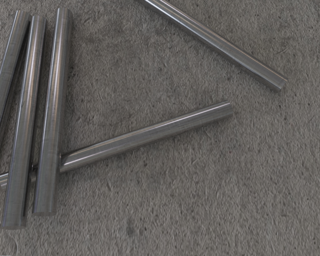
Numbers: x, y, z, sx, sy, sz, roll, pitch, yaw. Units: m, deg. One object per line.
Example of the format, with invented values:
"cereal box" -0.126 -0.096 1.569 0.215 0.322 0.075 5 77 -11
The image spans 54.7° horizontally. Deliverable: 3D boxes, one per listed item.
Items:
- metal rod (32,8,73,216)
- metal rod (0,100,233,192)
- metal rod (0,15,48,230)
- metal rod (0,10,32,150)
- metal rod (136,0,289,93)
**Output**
"metal rod" -0.136 -0.040 0.404 0.025 0.025 0.299 -3 63 -1
"metal rod" -0.049 0.021 0.400 0.302 0.025 0.025 -18 71 -7
"metal rod" -0.169 -0.026 0.398 0.025 0.025 0.299 -4 63 -2
"metal rod" -0.215 -0.029 0.417 0.025 0.025 0.299 3 70 1
"metal rod" 0.054 -0.147 0.461 0.300 0.025 0.025 37 74 12
